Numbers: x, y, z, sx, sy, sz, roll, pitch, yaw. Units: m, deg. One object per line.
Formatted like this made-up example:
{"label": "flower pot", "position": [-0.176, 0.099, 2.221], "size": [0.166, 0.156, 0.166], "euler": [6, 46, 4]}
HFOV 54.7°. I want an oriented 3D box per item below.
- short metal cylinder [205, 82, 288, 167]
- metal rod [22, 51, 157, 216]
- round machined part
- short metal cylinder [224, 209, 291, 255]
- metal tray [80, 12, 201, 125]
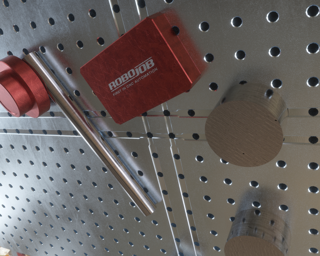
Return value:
{"label": "short metal cylinder", "position": [0.096, -0.004, 0.342], "size": [0.080, 0.050, 0.079], "euler": [13, 124, 21]}
{"label": "metal rod", "position": [-0.102, 0.015, 0.474], "size": [0.025, 0.025, 0.299], "euler": [-28, 104, 37]}
{"label": "round machined part", "position": [-0.214, -0.055, 0.462], "size": [0.098, 0.042, 0.097], "euler": [28, 142, 25]}
{"label": "short metal cylinder", "position": [0.134, 0.158, 0.422], "size": [0.080, 0.050, 0.079], "euler": [13, 124, 21]}
{"label": "metal tray", "position": [-0.028, -0.067, 0.381], "size": [0.130, 0.030, 0.090], "euler": [-24, 106, 36]}
